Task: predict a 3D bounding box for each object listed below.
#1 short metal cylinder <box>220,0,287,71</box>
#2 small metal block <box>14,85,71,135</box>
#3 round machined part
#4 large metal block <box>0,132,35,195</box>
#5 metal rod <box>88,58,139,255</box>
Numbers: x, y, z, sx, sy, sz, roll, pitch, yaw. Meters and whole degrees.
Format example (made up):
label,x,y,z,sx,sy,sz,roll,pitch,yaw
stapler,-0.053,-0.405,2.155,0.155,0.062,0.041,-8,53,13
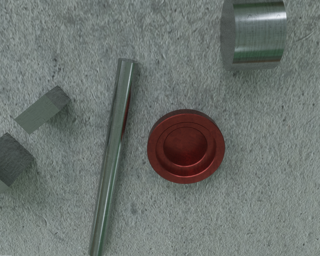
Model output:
label,x,y,z,sx,sy,sz,roll,pitch,yaw
short metal cylinder,0.100,-0.105,0.343,0.050,0.080,0.079,-3,110,1
small metal block,-0.144,-0.024,0.386,0.050,0.050,0.025,-36,107,12
round machined part,0.033,0.021,0.409,0.099,0.042,0.097,0,110,-1
large metal block,-0.223,0.061,0.400,0.080,0.080,0.050,-37,106,12
metal rod,-0.068,0.054,0.428,0.025,0.025,0.298,11,110,-5
